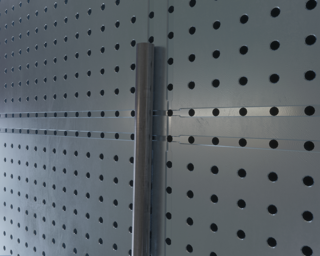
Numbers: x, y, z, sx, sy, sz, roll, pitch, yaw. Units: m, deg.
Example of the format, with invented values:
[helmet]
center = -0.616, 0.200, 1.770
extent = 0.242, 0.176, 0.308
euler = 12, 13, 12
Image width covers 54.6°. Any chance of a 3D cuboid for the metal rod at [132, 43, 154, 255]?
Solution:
[metal rod]
center = -0.024, 0.035, 0.429
extent = 0.025, 0.025, 0.298
euler = 2, 92, 40
